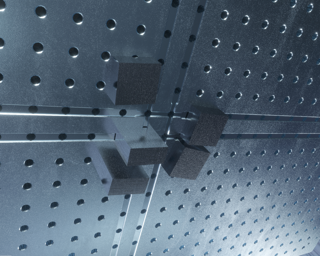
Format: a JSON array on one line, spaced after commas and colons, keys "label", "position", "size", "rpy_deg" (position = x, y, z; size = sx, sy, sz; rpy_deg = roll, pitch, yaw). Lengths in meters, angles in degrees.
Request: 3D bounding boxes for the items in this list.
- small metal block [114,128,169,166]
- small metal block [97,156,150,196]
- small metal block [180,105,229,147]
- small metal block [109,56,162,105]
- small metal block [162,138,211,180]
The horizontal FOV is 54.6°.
[{"label": "small metal block", "position": [-0.025, 0.023, 0.395], "size": [0.050, 0.050, 0.025], "rpy_deg": [-1, 119, -28]}, {"label": "small metal block", "position": [-0.049, 0.061, 0.406], "size": [0.050, 0.050, 0.025], "rpy_deg": [4, 116, -30]}, {"label": "small metal block", "position": [0.063, -0.002, 0.443], "size": [0.050, 0.025, 0.050], "rpy_deg": [6, 116, -31]}, {"label": "small metal block", "position": [-0.030, -0.055, 0.360], "size": [0.050, 0.025, 0.050], "rpy_deg": [-4, 120, -26]}, {"label": "small metal block", "position": [0.039, 0.047, 0.461], "size": [0.050, 0.025, 0.050], "rpy_deg": [15, 111, -34]}]
